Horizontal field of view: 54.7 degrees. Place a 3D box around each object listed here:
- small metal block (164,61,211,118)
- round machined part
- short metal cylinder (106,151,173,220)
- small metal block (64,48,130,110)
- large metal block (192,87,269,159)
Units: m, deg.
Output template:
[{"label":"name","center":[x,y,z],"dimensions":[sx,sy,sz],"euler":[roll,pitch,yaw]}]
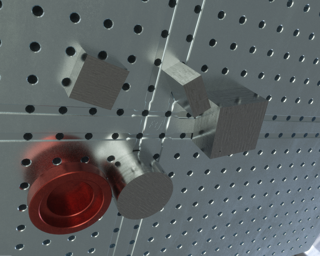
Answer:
[{"label":"small metal block","center":[0.034,-0.048,0.385],"dimensions":[0.025,0.050,0.050],"euler":[-31,129,-9]},{"label":"round machined part","center":[-0.114,0.083,0.390],"dimensions":[0.099,0.042,0.097],"euler":[-14,125,-21]},{"label":"short metal cylinder","center":[-0.029,0.079,0.430],"dimensions":[0.081,0.050,0.079],"euler":[-14,125,-21]},{"label":"small metal block","center":[-0.070,-0.053,0.341],"dimensions":[0.050,0.025,0.050],"euler":[17,110,-35]},{"label":"large metal block","center":[0.099,-0.009,0.446],"dimensions":[0.081,0.050,0.079],"euler":[-9,123,-24]}]
